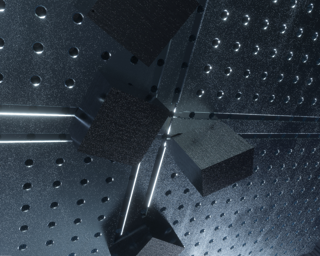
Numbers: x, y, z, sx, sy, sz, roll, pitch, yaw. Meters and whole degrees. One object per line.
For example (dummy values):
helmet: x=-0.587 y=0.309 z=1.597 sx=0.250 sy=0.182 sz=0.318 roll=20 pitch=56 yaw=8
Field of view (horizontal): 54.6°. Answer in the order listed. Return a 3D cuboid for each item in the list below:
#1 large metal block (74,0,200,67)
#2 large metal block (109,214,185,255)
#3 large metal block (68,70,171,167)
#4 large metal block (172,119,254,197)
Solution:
large metal block: x=-0.023 y=-0.122 z=0.307 sx=0.080 sy=0.050 sz=0.080 roll=34 pitch=99 yaw=-38
large metal block: x=-0.021 y=0.197 z=0.504 sx=0.080 sy=0.050 sz=0.080 roll=-50 pitch=129 yaw=7
large metal block: x=-0.048 y=-0.009 z=0.363 sx=0.080 sy=0.050 sz=0.080 roll=21 pitch=107 yaw=-36
large metal block: x=0.074 y=0.040 z=0.440 sx=0.081 sy=0.080 sz=0.050 roll=-20 pitch=126 yaw=-17
